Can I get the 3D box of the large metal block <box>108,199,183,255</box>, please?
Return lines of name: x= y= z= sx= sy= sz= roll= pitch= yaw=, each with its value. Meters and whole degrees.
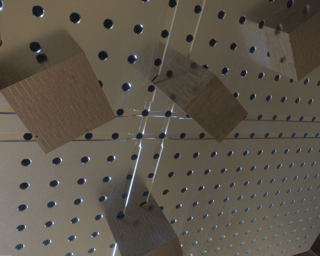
large metal block: x=-0.023 y=0.168 z=0.469 sx=0.081 sy=0.080 sz=0.050 roll=-25 pitch=128 yaw=-14

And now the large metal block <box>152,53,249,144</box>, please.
large metal block: x=0.049 y=-0.037 z=0.381 sx=0.050 sy=0.080 sz=0.080 roll=-48 pitch=129 yaw=5

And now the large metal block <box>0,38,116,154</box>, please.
large metal block: x=-0.104 y=-0.033 z=0.319 sx=0.080 sy=0.050 sz=0.080 roll=-29 pitch=129 yaw=-11

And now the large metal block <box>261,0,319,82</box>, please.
large metal block: x=0.197 y=-0.126 z=0.427 sx=0.080 sy=0.050 sz=0.080 roll=-36 pitch=130 yaw=-4
